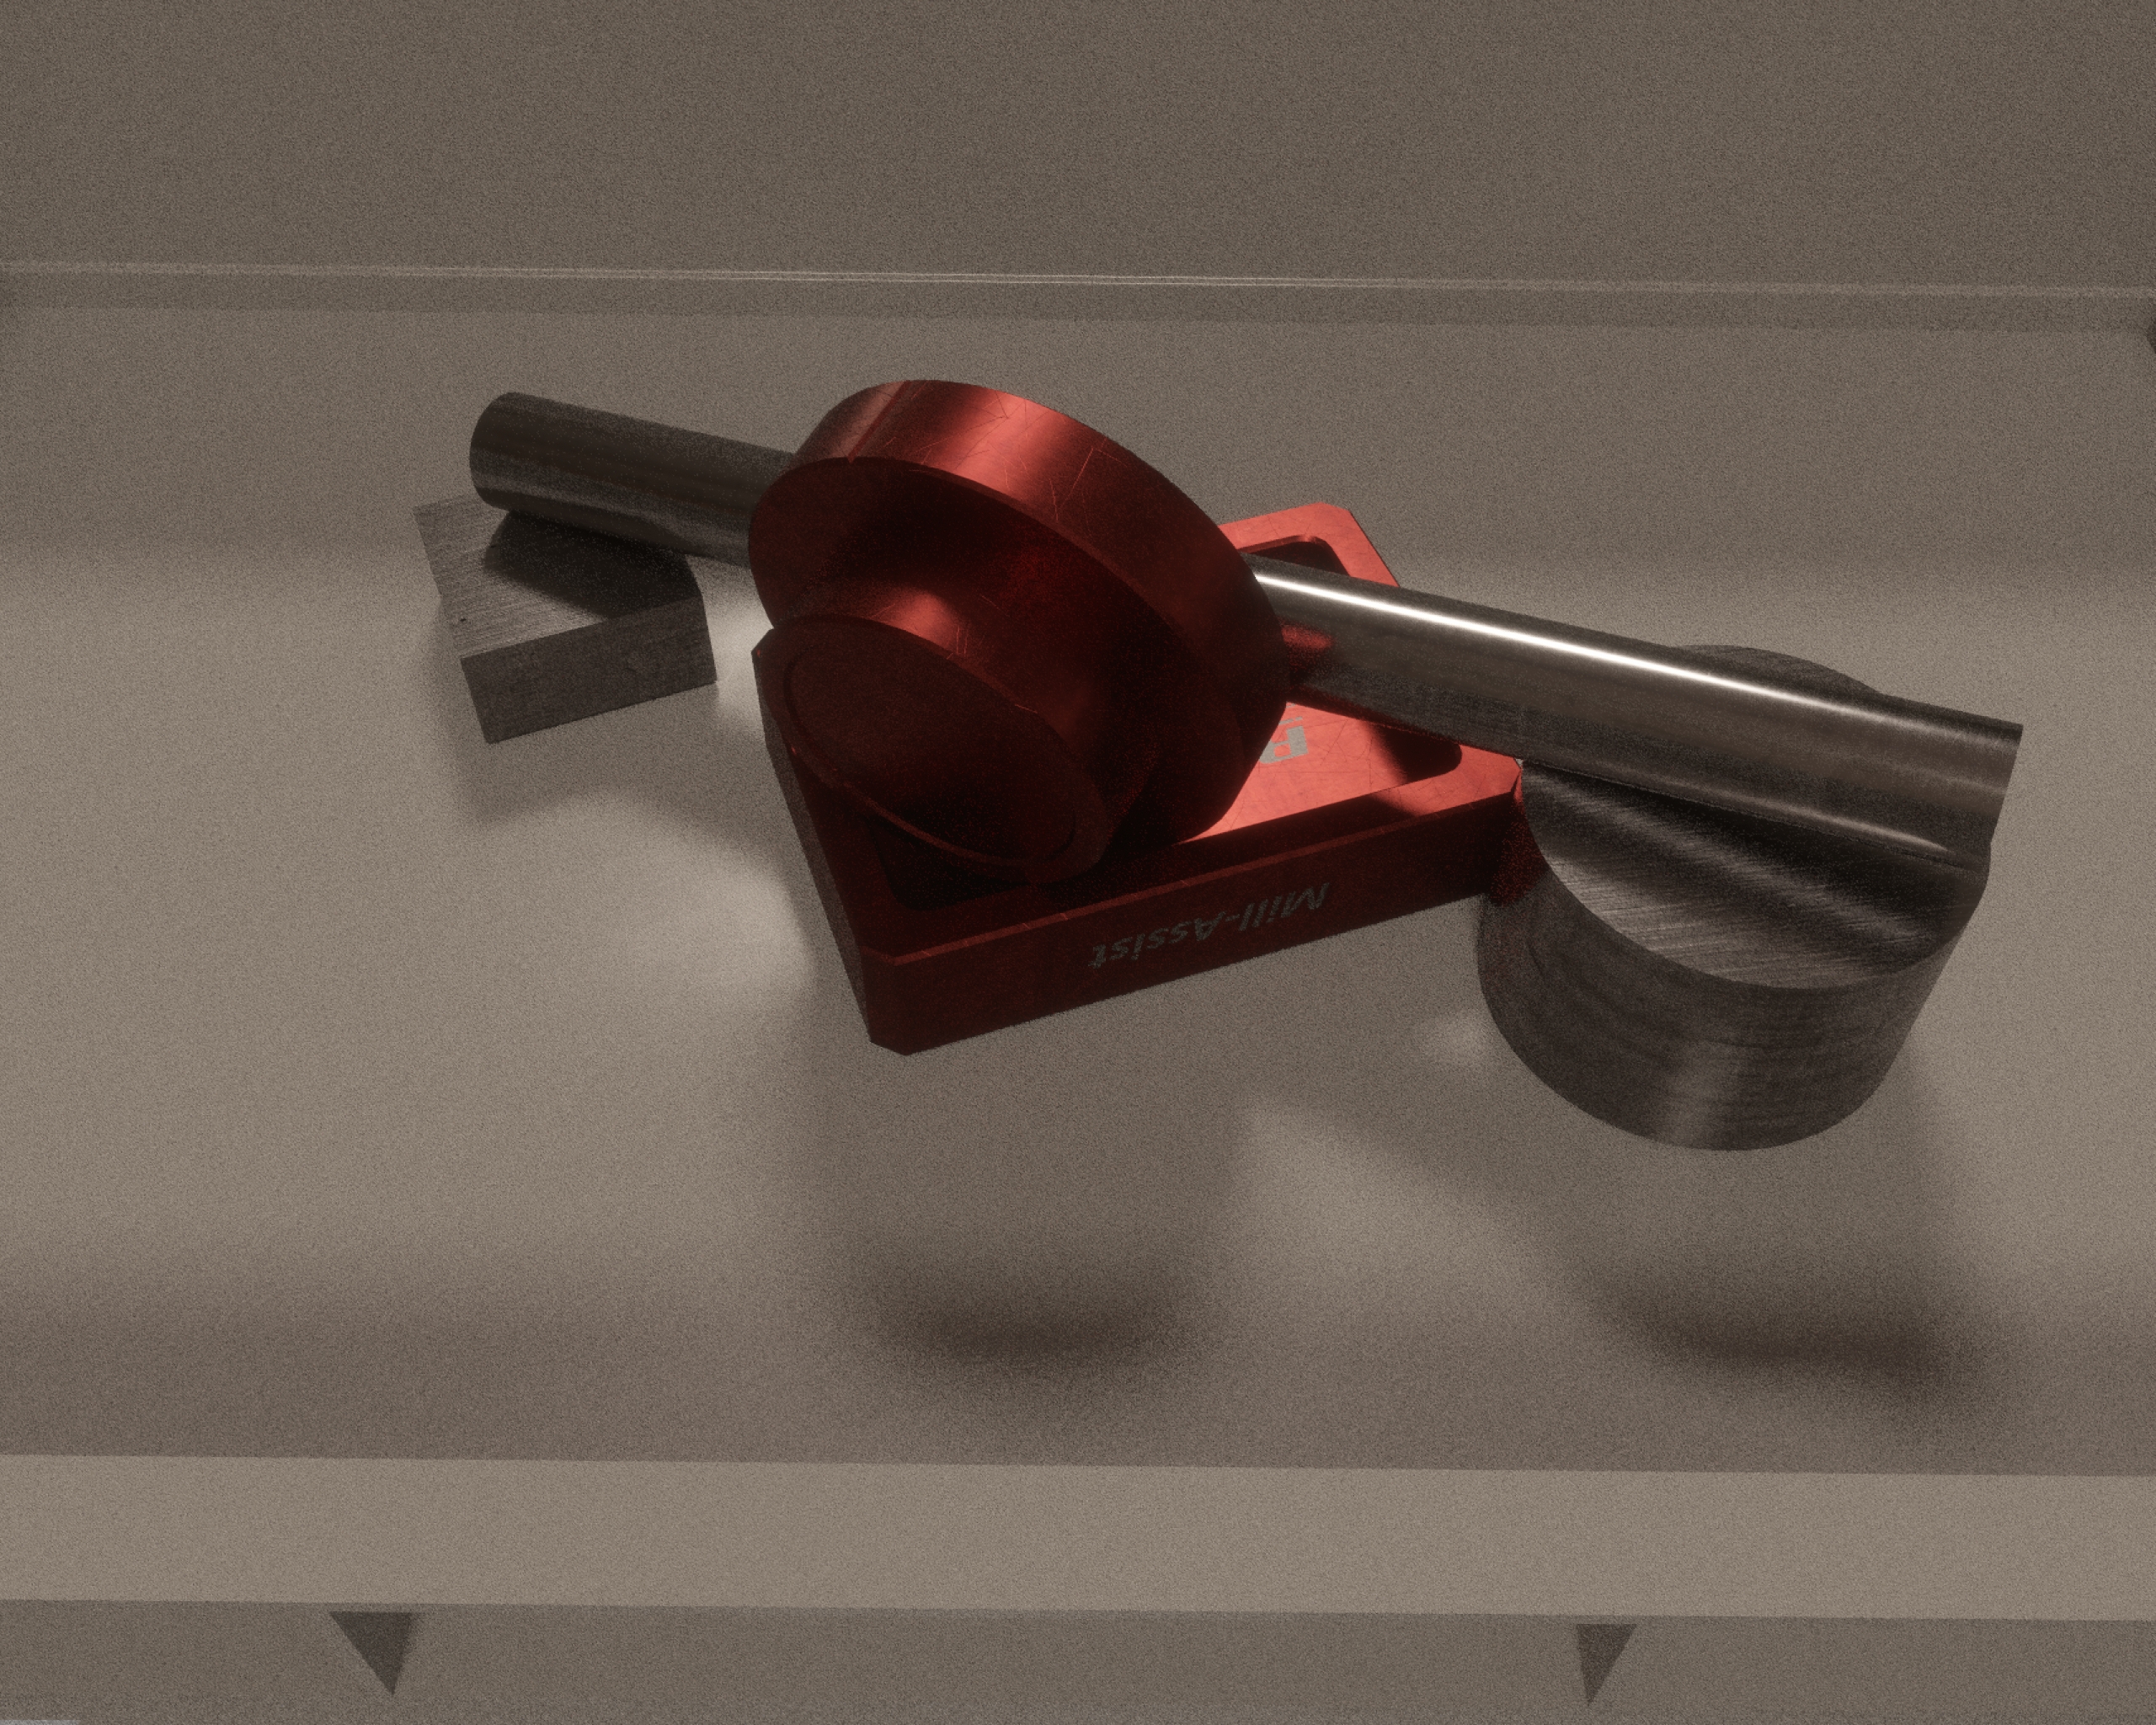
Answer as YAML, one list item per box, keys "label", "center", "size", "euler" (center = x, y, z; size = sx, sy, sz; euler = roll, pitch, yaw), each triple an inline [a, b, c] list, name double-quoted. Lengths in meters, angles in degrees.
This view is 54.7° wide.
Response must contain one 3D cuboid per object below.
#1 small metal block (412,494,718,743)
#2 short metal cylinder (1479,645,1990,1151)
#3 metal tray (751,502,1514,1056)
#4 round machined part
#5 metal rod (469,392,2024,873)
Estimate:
- label: "small metal block"
  center: [-0.111, -0.058, 0.450]
  size: [0.050, 0.025, 0.050]
  euler: [-17, 52, -15]
- label: "short metal cylinder"
  center: [0.118, 0.006, 0.384]
  size: [0.081, 0.050, 0.080]
  euler: [0, 50, 0]
- label: "metal tray"
  center: [0.010, -0.021, 0.416]
  size: [0.131, 0.030, 0.090]
  euler: [-15, 52, -13]
- label: "round machined part"
  center: [-0.016, -0.033, 0.367]
  size: [0.098, 0.098, 0.042]
  euler: [22, 61, 17]
- label: "metal rod"
  center: [0.015, -0.049, 0.391]
  size: [0.301, 0.025, 0.025]
  euler: [16, 52, 20]
